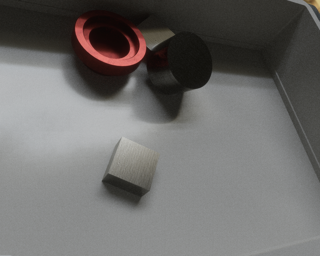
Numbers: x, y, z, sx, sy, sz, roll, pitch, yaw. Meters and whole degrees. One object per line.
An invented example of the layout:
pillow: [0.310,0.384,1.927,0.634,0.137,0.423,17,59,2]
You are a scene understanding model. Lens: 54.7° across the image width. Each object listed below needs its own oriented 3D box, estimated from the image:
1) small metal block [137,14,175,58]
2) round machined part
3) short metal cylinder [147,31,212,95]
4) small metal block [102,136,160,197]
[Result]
small metal block: [-0.012,-0.138,0.477,0.050,0.025,0.050,44,67,1]
round machined part: [-0.072,-0.110,0.424,0.099,0.042,0.098,14,56,-21]
short metal cylinder: [0.028,-0.091,0.444,0.081,0.050,0.080,4,83,-35]
small metal block: [-0.033,0.045,0.361,0.050,0.025,0.050,26,53,-13]
